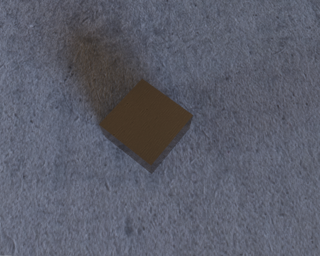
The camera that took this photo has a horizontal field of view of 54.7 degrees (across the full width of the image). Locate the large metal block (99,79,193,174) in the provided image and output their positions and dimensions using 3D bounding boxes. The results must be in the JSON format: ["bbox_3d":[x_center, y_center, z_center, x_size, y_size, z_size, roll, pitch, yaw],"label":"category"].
[{"bbox_3d":[-0.016,-0.002,0.395,0.080,0.050,0.080,37,74,12],"label":"large metal block"}]
